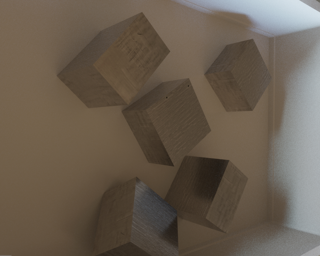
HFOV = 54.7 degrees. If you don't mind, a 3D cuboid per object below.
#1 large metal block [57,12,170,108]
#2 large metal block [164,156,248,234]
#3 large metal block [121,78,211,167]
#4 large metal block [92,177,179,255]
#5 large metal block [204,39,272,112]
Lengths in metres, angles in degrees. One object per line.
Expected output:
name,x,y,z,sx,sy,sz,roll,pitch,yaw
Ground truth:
large metal block,-0.050,-0.069,0.330,0.050,0.080,0.080,50,60,-29
large metal block,0.061,0.088,0.425,0.050,0.080,0.080,42,65,-33
large metal block,0.011,-0.008,0.401,0.080,0.050,0.080,-40,115,-33
large metal block,-0.023,0.116,0.349,0.080,0.050,0.080,46,27,-30
large metal block,0.128,-0.083,0.501,0.080,0.050,0.080,-52,121,-27
